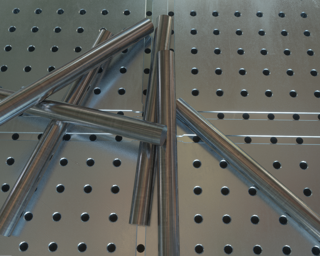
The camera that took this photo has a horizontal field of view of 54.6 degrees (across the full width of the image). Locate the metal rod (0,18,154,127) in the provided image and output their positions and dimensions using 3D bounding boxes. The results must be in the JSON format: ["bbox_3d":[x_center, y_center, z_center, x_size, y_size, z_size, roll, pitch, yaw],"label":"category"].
[{"bbox_3d":[-0.119,-0.069,0.398,0.025,0.025,0.301,42,61,14],"label":"metal rod"}]

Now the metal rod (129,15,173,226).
[{"bbox_3d":[-0.009,-0.024,0.420,0.025,0.025,0.299,6,70,2],"label":"metal rod"}]

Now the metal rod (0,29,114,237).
[{"bbox_3d":[-0.133,-0.007,0.413,0.025,0.025,0.300,20,71,7],"label":"metal rod"}]

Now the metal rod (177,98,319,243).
[{"bbox_3d":[0.129,0.066,0.388,0.300,0.025,0.025,42,75,14],"label":"metal rod"}]

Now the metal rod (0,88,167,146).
[{"bbox_3d":[-0.137,-0.024,0.393,0.301,0.025,0.025,13,70,15],"label":"metal rod"}]

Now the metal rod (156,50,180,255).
[{"bbox_3d":[0.009,0.045,0.381,0.025,0.025,0.299,-1,75,0],"label":"metal rod"}]
